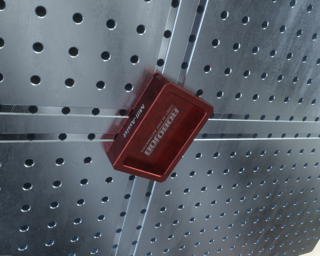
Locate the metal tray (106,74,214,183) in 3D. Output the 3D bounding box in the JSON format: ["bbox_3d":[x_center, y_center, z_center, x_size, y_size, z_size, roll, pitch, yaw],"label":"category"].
[{"bbox_3d":[0.001,0.005,0.411,0.090,0.030,0.129,24,106,-37],"label":"metal tray"}]
